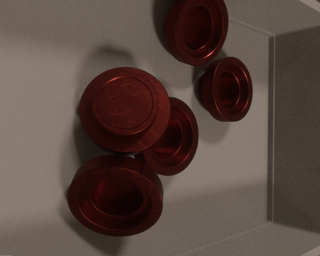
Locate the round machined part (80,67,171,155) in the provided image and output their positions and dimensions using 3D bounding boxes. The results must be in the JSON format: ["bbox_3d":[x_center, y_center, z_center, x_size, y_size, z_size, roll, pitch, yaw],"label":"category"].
[{"bbox_3d":[-0.037,-0.021,0.334,0.099,0.042,0.098,1,76,-5],"label":"round machined part"}]

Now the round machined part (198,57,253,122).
[{"bbox_3d":[0.098,-0.058,0.480,0.099,0.042,0.097,0,90,-40],"label":"round machined part"}]

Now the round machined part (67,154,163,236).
[{"bbox_3d":[-0.045,0.068,0.336,0.098,0.098,0.042,57,18,-25],"label":"round machined part"}]

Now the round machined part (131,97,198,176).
[{"bbox_3d":[0.001,0.010,0.398,0.099,0.042,0.097,0,90,-40],"label":"round machined part"}]

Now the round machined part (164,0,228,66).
[{"bbox_3d":[0.045,-0.137,0.422,0.099,0.042,0.097,-20,122,-34],"label":"round machined part"}]
